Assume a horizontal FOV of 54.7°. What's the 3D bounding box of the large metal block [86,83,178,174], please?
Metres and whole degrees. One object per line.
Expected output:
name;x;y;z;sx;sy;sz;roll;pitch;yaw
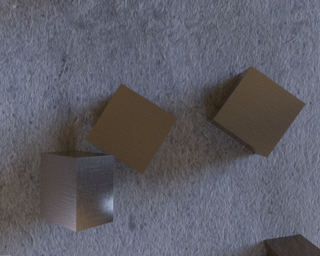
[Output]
large metal block;-0.034;0.001;0.397;0.080;0.050;0.080;32;90;-1

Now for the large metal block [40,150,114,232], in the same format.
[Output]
large metal block;-0.102;0.071;0.376;0.080;0.050;0.079;1;90;42

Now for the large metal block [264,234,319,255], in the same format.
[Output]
large metal block;0.175;0.189;0.385;0.050;0.080;0.080;-9;90;0

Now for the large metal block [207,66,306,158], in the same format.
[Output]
large metal block;0.120;-0.020;0.399;0.080;0.050;0.080;35;90;-1
